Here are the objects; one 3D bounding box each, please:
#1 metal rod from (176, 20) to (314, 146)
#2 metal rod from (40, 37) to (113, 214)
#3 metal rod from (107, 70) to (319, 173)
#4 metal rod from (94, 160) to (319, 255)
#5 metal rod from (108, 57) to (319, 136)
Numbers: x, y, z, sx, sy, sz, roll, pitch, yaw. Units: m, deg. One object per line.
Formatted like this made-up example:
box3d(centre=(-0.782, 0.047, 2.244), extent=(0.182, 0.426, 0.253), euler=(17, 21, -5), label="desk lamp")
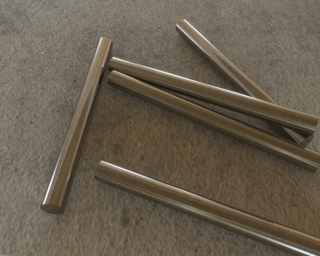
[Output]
box3d(centre=(0.111, -0.083, 0.473), extent=(0.025, 0.025, 0.300), euler=(-23, 54, -18), label="metal rod")
box3d(centre=(-0.103, -0.028, 0.425), extent=(0.025, 0.025, 0.300), euler=(4, 50, 2), label="metal rod")
box3d(centre=(0.059, -0.016, 0.417), extent=(0.301, 0.025, 0.025), euler=(24, 54, 18), label="metal rod")
box3d(centre=(0.070, 0.093, 0.325), extent=(0.301, 0.025, 0.025), euler=(18, 52, 14), label="metal rod")
box3d(centre=(0.057, -0.050, 0.428), extent=(0.301, 0.025, 0.025), euler=(20, 53, 22), label="metal rod")
